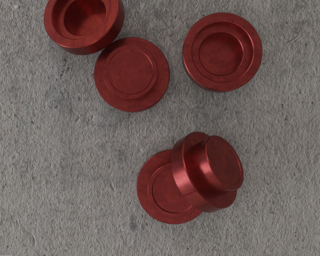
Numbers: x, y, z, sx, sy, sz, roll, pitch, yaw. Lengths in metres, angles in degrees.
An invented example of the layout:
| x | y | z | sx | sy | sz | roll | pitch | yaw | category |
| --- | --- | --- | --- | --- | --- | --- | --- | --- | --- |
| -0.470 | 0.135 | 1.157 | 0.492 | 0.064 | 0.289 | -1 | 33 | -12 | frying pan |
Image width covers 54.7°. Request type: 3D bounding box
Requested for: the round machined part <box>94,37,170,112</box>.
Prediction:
| x | y | z | sx | sy | sz | roll | pitch | yaw | category |
| --- | --- | --- | --- | --- | --- | --- | --- | --- | --- |
| -0.037 | -0.069 | 0.401 | 0.099 | 0.042 | 0.097 | 0 | 90 | 0 | round machined part |

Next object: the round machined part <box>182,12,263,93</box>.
| x | y | z | sx | sy | sz | roll | pitch | yaw | category |
| --- | --- | --- | --- | --- | --- | --- | --- | --- | --- |
| 0.077 | -0.094 | 0.402 | 0.099 | 0.042 | 0.097 | 0 | 90 | 0 | round machined part |

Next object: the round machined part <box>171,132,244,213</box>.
| x | y | z | sx | sy | sz | roll | pitch | yaw | category |
| --- | --- | --- | --- | --- | --- | --- | --- | --- | --- |
| 0.063 | 0.048 | 0.372 | 0.042 | 0.099 | 0.098 | -34 | 90 | 37 | round machined part |

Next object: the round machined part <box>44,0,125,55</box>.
| x | y | z | sx | sy | sz | roll | pitch | yaw | category |
| --- | --- | --- | --- | --- | --- | --- | --- | --- | --- |
| -0.091 | -0.137 | 0.391 | 0.098 | 0.042 | 0.098 | -3 | 77 | 12 | round machined part |

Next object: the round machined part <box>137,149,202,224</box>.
| x | y | z | sx | sy | sz | roll | pitch | yaw | category |
| --- | --- | --- | --- | --- | --- | --- | --- | --- | --- |
| 0.019 | 0.077 | 0.401 | 0.099 | 0.042 | 0.097 | 0 | 90 | 0 | round machined part |
